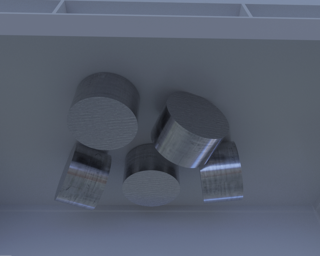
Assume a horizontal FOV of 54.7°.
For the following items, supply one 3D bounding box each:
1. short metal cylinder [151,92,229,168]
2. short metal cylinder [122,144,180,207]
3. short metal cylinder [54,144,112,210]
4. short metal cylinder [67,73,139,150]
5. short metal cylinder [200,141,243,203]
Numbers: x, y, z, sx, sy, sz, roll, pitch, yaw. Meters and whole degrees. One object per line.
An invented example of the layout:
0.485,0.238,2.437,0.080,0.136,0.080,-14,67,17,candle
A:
0.035,0.001,0.374,0.081,0.080,0.050,17,128,-14,short metal cylinder
-0.012,0.069,0.449,0.081,0.050,0.079,0,130,0,short metal cylinder
-0.106,0.067,0.426,0.050,0.080,0.080,21,127,-18,short metal cylinder
-0.066,-0.019,0.373,0.081,0.050,0.079,0,130,0,short metal cylinder
0.080,0.060,0.423,0.050,0.080,0.080,-7,130,5,short metal cylinder
